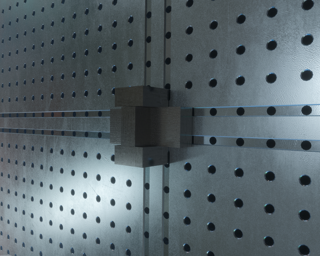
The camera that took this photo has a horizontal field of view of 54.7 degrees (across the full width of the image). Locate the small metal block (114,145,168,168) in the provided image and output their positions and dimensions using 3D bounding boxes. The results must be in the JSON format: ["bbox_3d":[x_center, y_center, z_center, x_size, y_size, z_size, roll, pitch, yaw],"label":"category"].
[{"bbox_3d":[-0.024,0.035,0.411,0.050,0.050,0.025,1,91,39],"label":"small metal block"}]

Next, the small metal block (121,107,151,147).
[{"bbox_3d":[-0.024,-0.002,0.410,0.025,0.050,0.050,1,91,40],"label":"small metal block"}]

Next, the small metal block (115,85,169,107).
[{"bbox_3d":[-0.024,-0.040,0.410,0.050,0.050,0.025,1,91,39],"label":"small metal block"}]

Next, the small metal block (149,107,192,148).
[{"bbox_3d":[0.013,-0.002,0.396,0.050,0.025,0.050,2,91,39],"label":"small metal block"}]

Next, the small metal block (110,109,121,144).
[{"bbox_3d":[-0.045,-0.002,0.444,0.050,0.025,0.050,1,91,39],"label":"small metal block"}]
